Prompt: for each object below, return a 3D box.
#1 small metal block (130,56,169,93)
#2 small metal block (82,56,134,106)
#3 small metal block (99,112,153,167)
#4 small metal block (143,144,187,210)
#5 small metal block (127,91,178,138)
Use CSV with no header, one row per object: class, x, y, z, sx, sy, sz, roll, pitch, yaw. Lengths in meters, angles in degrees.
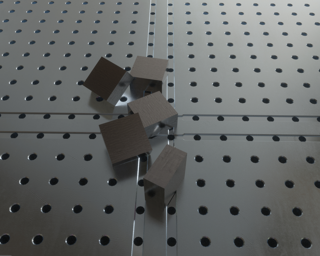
small metal block,-0.016,-0.083,0.478,0.050,0.025,0.050,9,51,8
small metal block,-0.075,-0.068,0.450,0.050,0.025,0.050,33,89,24
small metal block,-0.043,0.015,0.382,0.050,0.025,0.050,-19,78,-13
small metal block,0.006,0.055,0.346,0.025,0.050,0.050,24,54,19
small metal block,-0.010,-0.018,0.423,0.050,0.025,0.050,-23,54,-19
